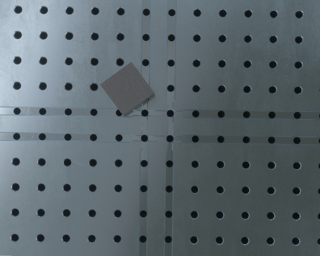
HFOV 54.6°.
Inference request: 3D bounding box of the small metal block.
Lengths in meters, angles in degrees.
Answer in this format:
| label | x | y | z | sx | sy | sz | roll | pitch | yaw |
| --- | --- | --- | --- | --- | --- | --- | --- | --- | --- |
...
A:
| label | x | y | z | sx | sy | sz | roll | pitch | yaw |
| --- | --- | --- | --- | --- | --- | --- | --- | --- | --- |
| small metal block | -0.042 | -0.051 | 0.413 | 0.050 | 0.025 | 0.050 | -36 | 90 | 0 |
